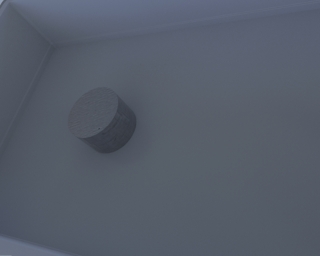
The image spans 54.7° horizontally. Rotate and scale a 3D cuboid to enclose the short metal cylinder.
[{"bbox_3d":[-0.081,-0.011,0.437,0.080,0.050,0.080,-13,56,20],"label":"short metal cylinder"}]
